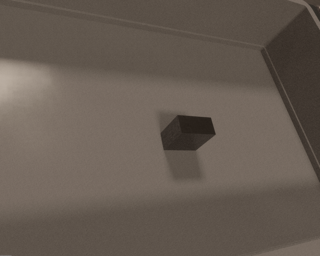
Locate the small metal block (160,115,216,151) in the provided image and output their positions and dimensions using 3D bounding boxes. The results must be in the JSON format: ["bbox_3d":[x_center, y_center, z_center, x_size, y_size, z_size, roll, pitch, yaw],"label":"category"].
[{"bbox_3d":[0.036,0.008,0.406,0.050,0.050,0.025,3,61,-27],"label":"small metal block"}]
